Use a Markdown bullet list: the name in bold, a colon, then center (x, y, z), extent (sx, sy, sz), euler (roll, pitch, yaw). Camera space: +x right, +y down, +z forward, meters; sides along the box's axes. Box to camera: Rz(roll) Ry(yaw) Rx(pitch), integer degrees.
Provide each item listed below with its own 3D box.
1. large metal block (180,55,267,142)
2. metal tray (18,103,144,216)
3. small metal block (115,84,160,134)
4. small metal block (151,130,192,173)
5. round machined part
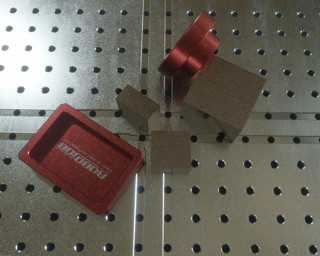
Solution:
- **large metal block**: center (0.082, -0.040, 0.414), extent (0.080, 0.050, 0.080), euler (27, 72, 9)
- **metal tray**: center (-0.097, 0.038, 0.393), extent (0.130, 0.030, 0.090), euler (32, 73, 10)
- **small metal block**: center (-0.028, -0.024, 0.407), extent (0.050, 0.050, 0.025), euler (35, 74, 11)
- **small metal block**: center (0.014, 0.031, 0.401), extent (0.050, 0.025, 0.050), euler (0, 70, -1)
- **round machined part**: center (0.043, -0.104, 0.415), extent (0.042, 0.098, 0.098), euler (37, 73, -8)
